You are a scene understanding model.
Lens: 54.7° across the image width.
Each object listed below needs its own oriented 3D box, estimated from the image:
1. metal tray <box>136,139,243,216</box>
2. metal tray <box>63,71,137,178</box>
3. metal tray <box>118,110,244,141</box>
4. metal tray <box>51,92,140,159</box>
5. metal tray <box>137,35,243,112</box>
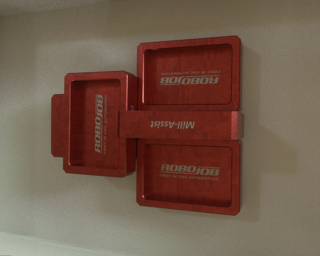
[{"bbox_3d":[0.036,0.057,0.393,0.130,0.030,0.089,1,90,19],"label":"metal tray"},{"bbox_3d":[-0.078,-0.005,0.399,0.090,0.030,0.129,1,90,19],"label":"metal tray"},{"bbox_3d":[0.028,-0.004,0.363,0.130,0.090,0.030,1,91,19],"label":"metal tray"},{"bbox_3d":[-0.090,-0.003,0.435,0.130,0.030,0.089,0,90,19],"label":"metal tray"},{"bbox_3d":[0.036,-0.064,0.393,0.130,0.030,0.089,1,90,19],"label":"metal tray"}]
